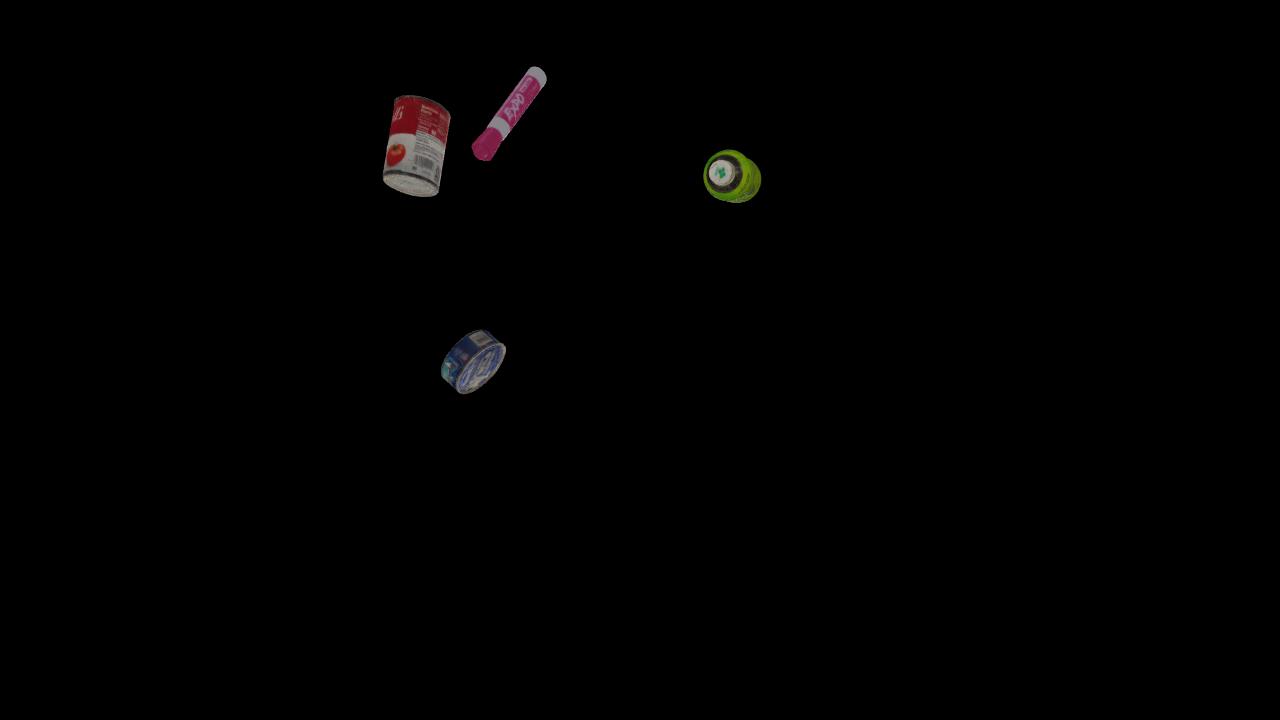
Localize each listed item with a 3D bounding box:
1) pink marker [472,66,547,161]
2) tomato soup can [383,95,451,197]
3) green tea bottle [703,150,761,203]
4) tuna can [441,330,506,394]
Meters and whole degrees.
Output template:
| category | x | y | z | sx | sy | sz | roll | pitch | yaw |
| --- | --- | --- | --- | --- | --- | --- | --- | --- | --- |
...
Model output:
| category | x | y | z | sx | sy | sz | roll | pitch | yaw |
| --- | --- | --- | --- | --- | --- | --- | --- | --- | --- |
| pink marker | -0.112 | -0.213 | 0.531 | 0.020 | 0.121 | 0.020 | 15 | -33 | 10 |
| tomato soup can | -0.274 | -0.260 | 0.756 | 0.068 | 0.101 | 0.068 | 6 | -7 | 1 |
| green tea bottle | 0.131 | -0.265 | 0.886 | 0.073 | 0.073 | 0.212 | 0 | 11 | 18 |
| tuna can | -0.215 | 0.002 | 0.794 | 0.034 | 0.084 | 0.084 | 39 | 9 | 12 |
